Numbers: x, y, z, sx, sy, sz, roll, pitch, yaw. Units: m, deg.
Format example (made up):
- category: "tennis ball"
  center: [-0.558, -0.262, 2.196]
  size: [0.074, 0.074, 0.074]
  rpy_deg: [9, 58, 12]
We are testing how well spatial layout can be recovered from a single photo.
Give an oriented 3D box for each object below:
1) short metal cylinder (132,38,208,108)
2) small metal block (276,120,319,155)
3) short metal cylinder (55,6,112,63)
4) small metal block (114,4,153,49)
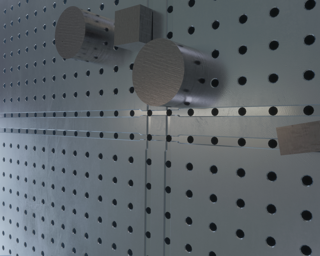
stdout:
- category: "short metal cylinder"
  center: [0.012, -0.066, 0.383]
  size: [0.080, 0.050, 0.079]
  rpy_deg: [0, 90, 40]
- category: "small metal block"
  center: [0.140, 0.008, 0.278]
  size: [0.050, 0.050, 0.025]
  rpy_deg: [-12, 82, 39]
- category: "short metal cylinder"
  center: [-0.123, -0.146, 0.495]
  size: [0.080, 0.050, 0.079]
  rpy_deg: [0, 90, 40]
- category: "small metal block"
  center: [-0.038, -0.142, 0.441]
  size: [0.050, 0.025, 0.050]
  rpy_deg: [4, 92, 40]
